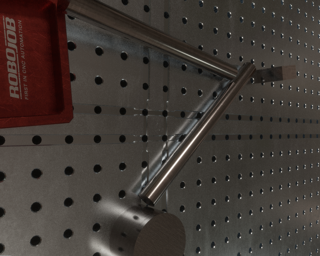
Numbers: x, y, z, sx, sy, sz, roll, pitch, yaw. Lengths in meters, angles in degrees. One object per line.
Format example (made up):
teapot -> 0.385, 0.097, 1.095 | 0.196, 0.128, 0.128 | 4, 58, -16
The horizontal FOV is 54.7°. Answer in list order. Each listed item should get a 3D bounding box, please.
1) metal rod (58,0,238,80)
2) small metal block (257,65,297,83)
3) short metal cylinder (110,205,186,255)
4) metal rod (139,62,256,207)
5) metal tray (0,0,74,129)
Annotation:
metal rod -> 0.013, -0.106, 0.401 | 0.302, 0.025, 0.025 | 9, 85, -46
small metal block -> 0.218, -0.101, 0.579 | 0.050, 0.050, 0.025 | -13, 99, -40
short metal cylinder -> -0.014, 0.140, 0.383 | 0.081, 0.050, 0.079 | 0, 90, -40
metal rod -> 0.070, -0.006, 0.470 | 0.301, 0.025, 0.025 | -49, 119, -29
metal tray -> -0.135, -0.066, 0.293 | 0.091, 0.030, 0.129 | -7, 94, -40
